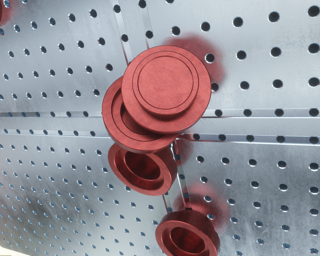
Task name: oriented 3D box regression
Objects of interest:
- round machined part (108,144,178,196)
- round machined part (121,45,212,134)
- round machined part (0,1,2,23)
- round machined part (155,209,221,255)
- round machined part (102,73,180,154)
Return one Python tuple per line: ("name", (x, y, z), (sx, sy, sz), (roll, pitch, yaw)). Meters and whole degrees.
("round machined part", (-0.020, 0.045, 0.434), (0.098, 0.042, 0.097), (17, 133, 19))
("round machined part", (0.006, -0.044, 0.335), (0.098, 0.042, 0.098), (0, 82, 2))
("round machined part", (-0.277, -0.181, 0.436), (0.098, 0.042, 0.097), (13, 124, 21))
("round machined part", (0.046, 0.166, 0.479), (0.098, 0.042, 0.097), (13, 124, 21))
("round machined part", (-0.020, -0.016, 0.377), (0.098, 0.098, 0.042), (37, 164, 4))
